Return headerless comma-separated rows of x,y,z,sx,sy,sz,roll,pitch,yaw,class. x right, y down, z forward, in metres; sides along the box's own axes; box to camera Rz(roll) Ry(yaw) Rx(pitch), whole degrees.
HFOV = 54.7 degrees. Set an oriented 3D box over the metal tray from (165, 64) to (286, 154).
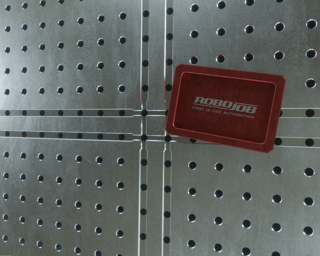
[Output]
0.078,-0.026,0.381,0.130,0.030,0.089,11,94,19,metal tray
